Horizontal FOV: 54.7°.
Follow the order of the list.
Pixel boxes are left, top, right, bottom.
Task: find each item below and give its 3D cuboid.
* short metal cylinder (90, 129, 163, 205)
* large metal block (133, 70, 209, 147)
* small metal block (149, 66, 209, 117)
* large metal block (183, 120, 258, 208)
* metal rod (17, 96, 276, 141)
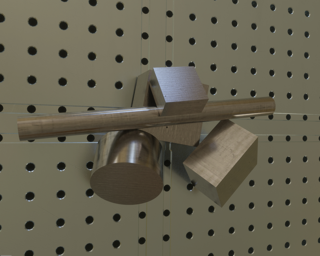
[{"bbox_3d":[-0.037,0.046,0.360,0.080,0.080,0.050,21,41,-19],"label":"short metal cylinder"},{"bbox_3d":[0.009,-0.023,0.399,0.081,0.050,0.080,11,86,-20],"label":"large metal block"},{"bbox_3d":[0.020,-0.042,0.350,0.050,0.025,0.050,-6,57,-20],"label":"small metal block"},{"bbox_3d":[0.082,0.046,0.403,0.080,0.050,0.080,-47,148,-14],"label":"large metal block"},{"bbox_3d":[0.002,-0.014,0.357,0.303,0.025,0.025,-6,92,-20],"label":"metal rod"}]
